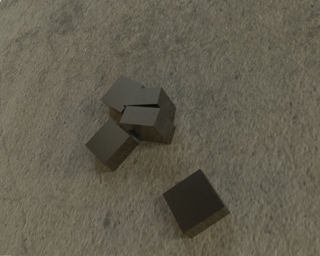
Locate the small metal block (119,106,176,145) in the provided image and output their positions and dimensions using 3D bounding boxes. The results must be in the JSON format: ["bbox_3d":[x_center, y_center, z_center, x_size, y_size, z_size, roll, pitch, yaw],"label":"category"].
[{"bbox_3d":[-0.015,-0.003,0.396,0.050,0.050,0.025,6,65,30],"label":"small metal block"}]

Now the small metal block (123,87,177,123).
[{"bbox_3d":[-0.013,-0.028,0.411,0.050,0.050,0.025,-1,62,27],"label":"small metal block"}]

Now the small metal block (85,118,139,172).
[{"bbox_3d":[-0.066,0.023,0.423,0.050,0.025,0.050,-48,52,-6],"label":"small metal block"}]

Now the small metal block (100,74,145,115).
[{"bbox_3d":[-0.051,-0.045,0.457,0.050,0.025,0.050,31,78,37],"label":"small metal block"}]

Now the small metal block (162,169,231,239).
[{"bbox_3d":[0.039,0.081,0.333,0.050,0.025,0.050,-35,52,4],"label":"small metal block"}]
